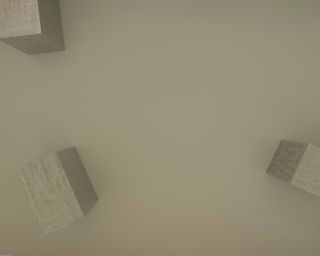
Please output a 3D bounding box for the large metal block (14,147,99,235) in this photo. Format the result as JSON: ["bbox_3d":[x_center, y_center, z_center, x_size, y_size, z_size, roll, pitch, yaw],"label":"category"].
[{"bbox_3d":[-0.123,0.072,0.383,0.050,0.080,0.080,-24,90,0],"label":"large metal block"}]

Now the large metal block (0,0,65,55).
[{"bbox_3d":[-0.160,-0.142,0.382,0.050,0.080,0.080,-7,90,1],"label":"large metal block"}]

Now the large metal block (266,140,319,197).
[{"bbox_3d":[0.192,0.056,0.385,0.080,0.080,0.050,25,90,0],"label":"large metal block"}]
